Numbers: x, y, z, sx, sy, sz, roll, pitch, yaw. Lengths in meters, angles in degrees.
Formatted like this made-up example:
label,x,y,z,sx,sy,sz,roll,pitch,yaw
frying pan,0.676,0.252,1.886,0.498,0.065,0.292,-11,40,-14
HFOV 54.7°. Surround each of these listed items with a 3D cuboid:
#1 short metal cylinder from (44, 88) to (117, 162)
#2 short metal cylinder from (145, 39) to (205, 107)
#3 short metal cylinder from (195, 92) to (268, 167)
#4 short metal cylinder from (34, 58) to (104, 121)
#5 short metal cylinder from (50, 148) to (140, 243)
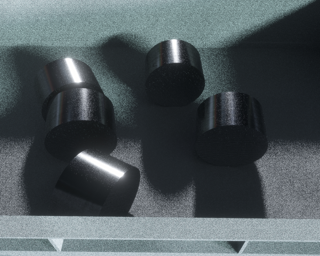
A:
label,x,y,z,sx,sy,sz,roll,pitch,yaw
short metal cylinder,-0.093,-0.001,0.370,0.081,0.080,0.050,-8,51,-7
short metal cylinder,0.019,-0.075,0.432,0.081,0.080,0.050,-2,50,-2
short metal cylinder,0.083,0.003,0.367,0.080,0.080,0.050,4,50,3
short metal cylinder,-0.118,-0.043,0.405,0.081,0.080,0.050,-20,53,-16
short metal cylinder,-0.062,0.067,0.313,0.050,0.080,0.080,22,54,17
